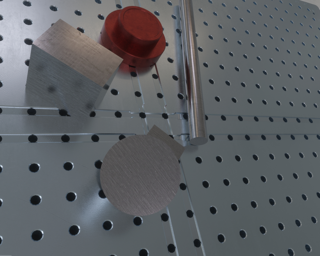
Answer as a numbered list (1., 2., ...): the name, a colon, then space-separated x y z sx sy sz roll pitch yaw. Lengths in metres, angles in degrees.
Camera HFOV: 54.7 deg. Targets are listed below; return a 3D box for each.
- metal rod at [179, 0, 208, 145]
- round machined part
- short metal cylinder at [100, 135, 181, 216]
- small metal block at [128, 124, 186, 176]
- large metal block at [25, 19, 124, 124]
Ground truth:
1. metal rod: 0.050 -0.110 0.502 0.025 0.025 0.299 12 57 -22
2. round machined part: -0.035 -0.144 0.466 0.099 0.042 0.098 14 56 -21
3. short metal cylinder: -0.023 0.050 0.331 0.081 0.050 0.080 2 80 -11
4. small metal block: -0.004 0.032 0.387 0.050 0.025 0.050 38 51 -3
5. large metal block: -0.100 -0.062 0.357 0.080 0.080 0.050 32 52 -8
